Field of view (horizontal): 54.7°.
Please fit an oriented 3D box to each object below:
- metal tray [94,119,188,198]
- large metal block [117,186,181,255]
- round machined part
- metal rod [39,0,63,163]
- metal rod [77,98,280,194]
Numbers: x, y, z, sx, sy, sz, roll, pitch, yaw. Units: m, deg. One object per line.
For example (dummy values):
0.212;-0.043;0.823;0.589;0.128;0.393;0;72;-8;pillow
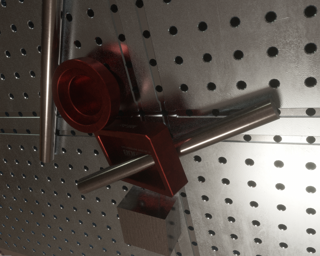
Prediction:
-0.030;0.036;0.416;0.130;0.030;0.090;5;124;49;metal tray
-0.015;0.147;0.493;0.080;0.050;0.079;8;122;24;large metal block
-0.093;-0.046;0.412;0.098;0.042;0.097;12;115;26;round machined part
-0.163;-0.062;0.456;0.025;0.025;0.298;26;128;11;metal rod
0.003;0.034;0.403;0.300;0.025;0.025;-25;105;28;metal rod
